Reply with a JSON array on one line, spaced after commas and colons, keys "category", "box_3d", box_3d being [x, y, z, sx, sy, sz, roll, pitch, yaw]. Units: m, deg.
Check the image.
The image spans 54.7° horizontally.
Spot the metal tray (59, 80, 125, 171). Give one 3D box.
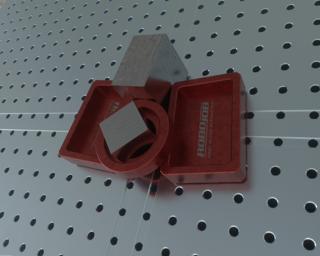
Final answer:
[{"category": "metal tray", "box_3d": [-0.079, -0.007, 0.446, 0.090, 0.030, 0.130, 7, 65, 31]}]

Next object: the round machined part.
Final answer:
[{"category": "round machined part", "box_3d": [-0.026, 0.016, 0.384, 0.098, 0.042, 0.098, -13, 56, 21]}]

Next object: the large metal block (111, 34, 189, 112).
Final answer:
[{"category": "large metal block", "box_3d": [-0.010, -0.066, 0.414, 0.050, 0.080, 0.080, 7, 65, 31]}]

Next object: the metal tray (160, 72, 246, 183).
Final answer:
[{"category": "metal tray", "box_3d": [0.054, -0.001, 0.372, 0.090, 0.030, 0.130, -6, 59, 25]}]

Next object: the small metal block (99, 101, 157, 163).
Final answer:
[{"category": "small metal block", "box_3d": [-0.038, 0.004, 0.367, 0.050, 0.025, 0.050, -34, 51, 6]}]
